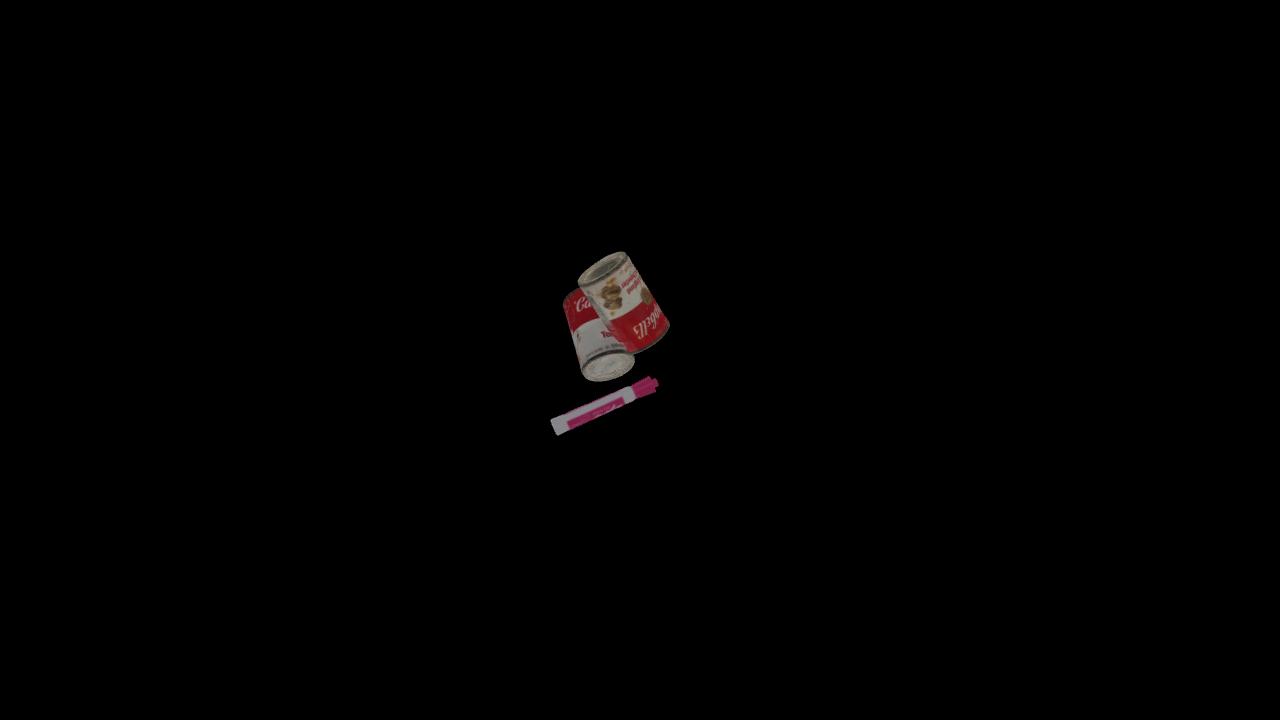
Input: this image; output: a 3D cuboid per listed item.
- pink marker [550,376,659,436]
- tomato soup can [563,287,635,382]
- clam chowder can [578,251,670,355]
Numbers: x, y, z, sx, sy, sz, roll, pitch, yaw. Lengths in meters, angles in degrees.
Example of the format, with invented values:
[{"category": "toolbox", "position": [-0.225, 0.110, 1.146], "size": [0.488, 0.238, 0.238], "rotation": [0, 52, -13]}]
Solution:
[{"category": "pink marker", "position": [-0.036, 0.047, 0.655], "size": [0.121, 0.020, 0.020], "rotation": [-23, 3, -7]}, {"category": "tomato soup can", "position": [-0.051, -0.032, 0.751], "size": [0.068, 0.101, 0.068], "rotation": [-14, -27, -7]}, {"category": "clam chowder can", "position": [-0.019, -0.066, 0.715], "size": [0.068, 0.102, 0.068], "rotation": [-28, 24, 13]}]
